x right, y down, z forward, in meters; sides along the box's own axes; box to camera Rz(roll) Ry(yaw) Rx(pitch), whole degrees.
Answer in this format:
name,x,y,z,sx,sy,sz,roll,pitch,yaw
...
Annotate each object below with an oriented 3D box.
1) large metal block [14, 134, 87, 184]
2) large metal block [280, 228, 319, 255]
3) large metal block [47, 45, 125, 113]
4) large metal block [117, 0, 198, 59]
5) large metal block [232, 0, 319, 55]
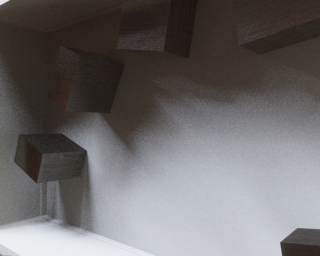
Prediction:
name,x,y,z,sx,sy,sz,roll,pitch,yaw
large metal block,-0.186,0.048,0.525,0.080,0.081,0.050,26,107,37
large metal block,0.156,0.134,0.261,0.080,0.050,0.080,-11,83,39
large metal block,-0.110,-0.070,0.462,0.050,0.081,0.079,32,110,35
large metal block,-0.004,-0.135,0.394,0.080,0.050,0.079,14,99,39
large metal block,0.117,-0.124,0.294,0.080,0.050,0.080,-11,83,39
